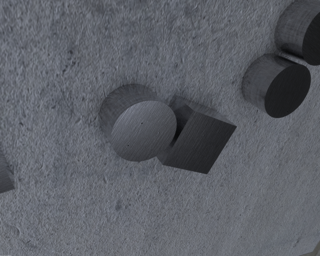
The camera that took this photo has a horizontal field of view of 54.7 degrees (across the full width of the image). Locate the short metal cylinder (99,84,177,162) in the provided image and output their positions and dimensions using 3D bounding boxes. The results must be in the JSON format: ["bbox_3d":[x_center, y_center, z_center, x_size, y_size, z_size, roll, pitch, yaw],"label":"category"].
[{"bbox_3d":[-0.027,-0.007,0.372,0.081,0.050,0.079,-14,124,-21],"label":"short metal cylinder"}]

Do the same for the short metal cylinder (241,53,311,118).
[{"bbox_3d":[0.165,-0.061,0.443,0.081,0.050,0.079,-14,124,-21],"label":"short metal cylinder"}]

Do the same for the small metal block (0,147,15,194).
[{"bbox_3d":[-0.191,0.049,0.332,0.050,0.025,0.050,-18,126,-18],"label":"small metal block"}]

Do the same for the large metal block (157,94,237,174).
[{"bbox_3d":[0.043,0.010,0.420,0.081,0.050,0.080,17,110,-35],"label":"large metal block"}]

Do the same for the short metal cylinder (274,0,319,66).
[{"bbox_3d":[0.206,-0.131,0.422,0.081,0.050,0.079,-14,124,-21],"label":"short metal cylinder"}]
